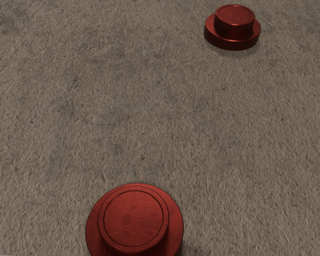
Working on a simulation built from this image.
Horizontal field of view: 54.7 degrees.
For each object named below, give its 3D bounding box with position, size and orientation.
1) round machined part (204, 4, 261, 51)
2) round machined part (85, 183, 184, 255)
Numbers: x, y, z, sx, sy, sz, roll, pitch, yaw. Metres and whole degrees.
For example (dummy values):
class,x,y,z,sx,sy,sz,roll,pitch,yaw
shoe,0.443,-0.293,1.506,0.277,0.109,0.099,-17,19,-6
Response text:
class,x,y,z,sx,sy,sz,roll,pitch,yaw
round machined part,0.129,-0.183,0.548,0.099,0.042,0.098,0,50,0
round machined part,-0.025,0.098,0.310,0.099,0.042,0.098,0,50,0
